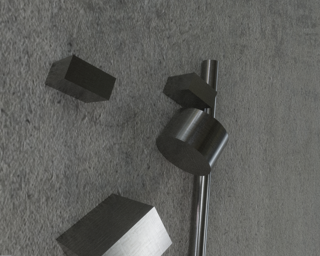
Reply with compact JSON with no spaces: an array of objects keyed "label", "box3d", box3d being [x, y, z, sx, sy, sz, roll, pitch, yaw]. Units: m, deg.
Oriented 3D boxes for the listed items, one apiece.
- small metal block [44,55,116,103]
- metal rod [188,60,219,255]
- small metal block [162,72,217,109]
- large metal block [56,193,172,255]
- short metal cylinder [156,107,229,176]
[{"label":"small metal block","box3d":[-0.083,-0.048,0.320,0.050,0.050,0.025,26,74,-38]},{"label":"metal rod","box3d":[0.065,0.048,0.462,0.025,0.025,0.298,8,85,-40]},{"label":"small metal block","box3d":[0.041,-0.049,0.425,0.050,0.050,0.025,33,70,-36]},{"label":"large metal block","box3d":[-0.049,0.121,0.330,0.080,0.080,0.050,-37,113,-34]},{"label":"short metal cylinder","box3d":[0.042,0.019,0.406,0.080,0.080,0.050,51,60,-28]}]
